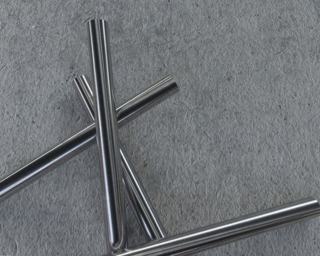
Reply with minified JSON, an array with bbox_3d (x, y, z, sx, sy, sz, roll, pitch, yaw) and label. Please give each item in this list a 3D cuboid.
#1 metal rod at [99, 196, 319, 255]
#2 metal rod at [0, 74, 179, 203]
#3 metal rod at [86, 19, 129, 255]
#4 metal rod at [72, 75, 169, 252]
[{"bbox_3d":[0.041,0.124,0.341,0.302,0.025,0.025,-11,70,-13],"label":"metal rod"},{"bbox_3d":[-0.110,0.024,0.377,0.301,0.025,0.025,-32,73,-3],"label":"metal rod"},{"bbox_3d":[-0.058,0.027,0.352,0.025,0.025,0.298,-6,87,-2],"label":"metal rod"},{"bbox_3d":[-0.041,0.059,0.385,0.025,0.025,0.299,-26,72,-9],"label":"metal rod"}]
